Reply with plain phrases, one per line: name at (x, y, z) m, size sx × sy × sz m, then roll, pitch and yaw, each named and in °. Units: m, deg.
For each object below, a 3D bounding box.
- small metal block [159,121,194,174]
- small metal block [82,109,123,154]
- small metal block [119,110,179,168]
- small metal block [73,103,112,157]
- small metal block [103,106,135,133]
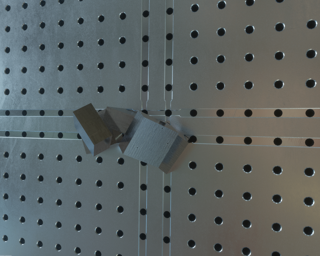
small metal block at (0.007, 0.024, 0.409) m, size 0.050 × 0.025 × 0.050 m, roll 37°, pitch 102°, yaw 16°
small metal block at (-0.085, 0.005, 0.441) m, size 0.050 × 0.025 × 0.050 m, roll -20°, pitch 83°, yaw 18°
small metal block at (-0.014, 0.014, 0.375) m, size 0.050 × 0.025 × 0.050 m, roll 25°, pitch 101°, yaw -27°
small metal block at (-0.087, 0.003, 0.399) m, size 0.025 × 0.050 × 0.050 m, roll -30°, pitch 78°, yaw -22°
small metal block at (-0.041, -0.008, 0.413) m, size 0.050 × 0.050 × 0.025 m, roll 20°, pitch 97°, yaw 18°
